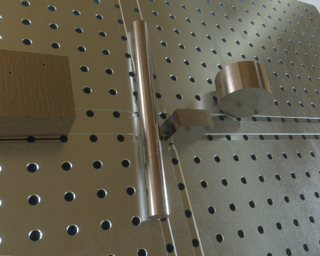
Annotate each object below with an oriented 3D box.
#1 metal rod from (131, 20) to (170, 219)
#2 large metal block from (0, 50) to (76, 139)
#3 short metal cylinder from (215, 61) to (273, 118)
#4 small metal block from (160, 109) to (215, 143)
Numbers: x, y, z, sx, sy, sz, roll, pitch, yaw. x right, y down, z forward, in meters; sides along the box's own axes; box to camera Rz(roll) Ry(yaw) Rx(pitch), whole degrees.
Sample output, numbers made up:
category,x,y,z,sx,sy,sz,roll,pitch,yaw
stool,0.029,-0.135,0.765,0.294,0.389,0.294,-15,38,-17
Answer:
category,x,y,z,sx,sy,sz,roll,pitch,yaw
metal rod,-0.017,-0.031,0.419,0.025,0.025,0.299,8,58,-25
large metal block,-0.142,-0.035,0.338,0.081,0.050,0.080,0,62,-29
short metal cylinder,0.128,-0.058,0.480,0.081,0.080,0.050,12,57,-22
small metal block,0.035,-0.002,0.414,0.050,0.050,0.025,0,62,-28
